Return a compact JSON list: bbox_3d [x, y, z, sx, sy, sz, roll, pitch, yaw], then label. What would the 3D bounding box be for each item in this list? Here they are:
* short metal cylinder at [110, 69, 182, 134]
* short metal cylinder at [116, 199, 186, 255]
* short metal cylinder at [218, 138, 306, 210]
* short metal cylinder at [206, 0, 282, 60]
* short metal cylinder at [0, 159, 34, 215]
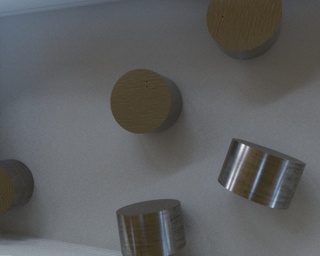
[{"bbox_3d":[-0.016,-0.033,0.402,0.080,0.050,0.079,0,90,19],"label":"short metal cylinder"},{"bbox_3d":[-0.011,0.122,0.384,0.080,0.080,0.050,-9,87,19],"label":"short metal cylinder"},{"bbox_3d":[0.111,0.048,0.342,0.080,0.080,0.050,20,97,18],"label":"short metal cylinder"},{"bbox_3d":[0.099,-0.125,0.362,0.080,0.050,0.079,0,90,19],"label":"short metal cylinder"},{"bbox_3d":[-0.245,0.090,0.475,0.080,0.050,0.079,0,91,10],"label":"short metal cylinder"}]
